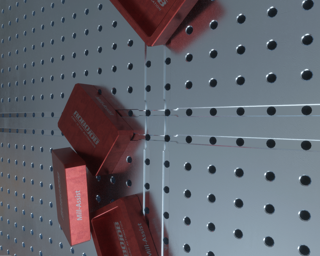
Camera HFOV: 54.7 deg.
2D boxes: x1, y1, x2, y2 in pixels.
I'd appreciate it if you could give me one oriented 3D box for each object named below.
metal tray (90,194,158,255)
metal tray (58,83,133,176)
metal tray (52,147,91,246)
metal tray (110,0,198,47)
[{"bbox_3d":[-0.052,0.173,0.446,0.090,0.030,0.130,-33,70,34],"label":"metal tray"},{"bbox_3d":[-0.107,0.001,0.492,0.130,0.030,0.089,46,117,30],"label":"metal tray"},{"bbox_3d":[-0.140,0.104,0.486,0.090,0.030,0.129,21,115,58],"label":"metal tray"},{"bbox_3d":[-0.020,-0.180,0.390,0.130,0.030,0.090,52,130,9],"label":"metal tray"}]
